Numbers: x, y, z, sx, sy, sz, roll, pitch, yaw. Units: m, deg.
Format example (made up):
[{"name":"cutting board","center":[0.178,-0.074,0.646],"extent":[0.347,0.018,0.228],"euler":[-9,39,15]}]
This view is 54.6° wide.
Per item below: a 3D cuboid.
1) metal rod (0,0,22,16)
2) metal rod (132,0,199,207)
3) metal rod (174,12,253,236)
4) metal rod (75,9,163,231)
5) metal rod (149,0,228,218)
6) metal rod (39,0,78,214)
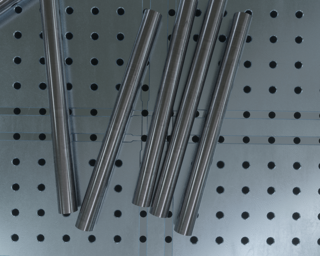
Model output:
[{"name":"metal rod","center":[-0.243,-0.145,0.411],"extent":[0.301,0.025,0.025],"euler":[-35,90,0]},{"name":"metal rod","center":[0.009,-0.044,0.413],"extent":[0.025,0.025,0.299],"euler":[13,90,0]},{"name":"metal rod","center":[0.071,-0.005,0.413],"extent":[0.025,0.025,0.299],"euler":[16,90,0]},{"name":"metal rod","center":[-0.055,-0.010,0.412],"extent":[0.025,0.025,0.299],"euler":[18,90,0]},{"name":"metal rod","center":[0.038,-0.029,0.413],"extent":[0.025,0.025,0.299],"euler":[16,90,0]},{"name":"metal rod","center":[-0.135,-0.038,0.412],"extent":[0.025,0.025,0.298],"euler":[-5,90,0]}]
